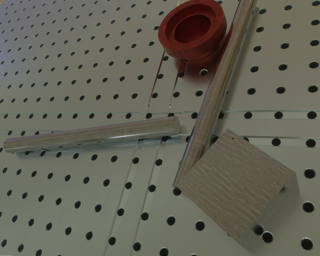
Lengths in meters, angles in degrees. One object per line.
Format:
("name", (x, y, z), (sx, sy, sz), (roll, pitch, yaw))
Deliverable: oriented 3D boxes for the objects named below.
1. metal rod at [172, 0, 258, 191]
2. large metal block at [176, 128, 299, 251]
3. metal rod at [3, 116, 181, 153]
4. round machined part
("metal rod", (0.078, -0.060, 0.403), (0.025, 0.025, 0.300), (9, 66, 32))
("large metal block", (0.078, 0.061, 0.313), (0.080, 0.050, 0.080), (-47, 52, -5))
("metal rod", (-0.115, 0.013, 0.458), (0.301, 0.025, 0.025), (-7, 59, 24))
("round machined part", (0.050, -0.139, 0.455), (0.098, 0.042, 0.098), (-13, 56, 20))
